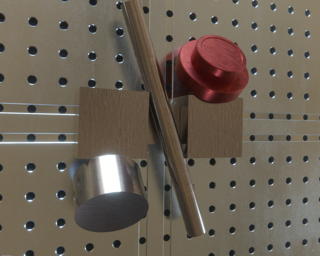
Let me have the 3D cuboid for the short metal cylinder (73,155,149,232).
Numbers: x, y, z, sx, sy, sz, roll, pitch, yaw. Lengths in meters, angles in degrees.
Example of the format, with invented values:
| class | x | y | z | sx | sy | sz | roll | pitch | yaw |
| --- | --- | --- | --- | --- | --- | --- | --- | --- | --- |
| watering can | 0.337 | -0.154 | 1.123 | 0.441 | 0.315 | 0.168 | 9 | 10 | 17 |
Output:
| class | x | y | z | sx | sy | sz | roll | pitch | yaw |
| --- | --- | --- | --- | --- | --- | --- | --- | --- | --- |
| short metal cylinder | -0.057 | 0.076 | 0.356 | 0.081 | 0.050 | 0.080 | -10 | 135 | -9 |

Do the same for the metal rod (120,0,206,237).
| class | x | y | z | sx | sy | sz | roll | pitch | yaw |
| --- | --- | --- | --- | --- | --- | --- | --- | --- | --- |
| metal rod | 0.006 | -0.007 | 0.387 | 0.025 | 0.025 | 0.298 | -18 | 96 | -19 |

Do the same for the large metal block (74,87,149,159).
| class | x | y | z | sx | sy | sz | roll | pitch | yaw |
| --- | --- | --- | --- | --- | --- | --- | --- | --- | --- |
| large metal block | -0.060 | -0.005 | 0.378 | 0.081 | 0.050 | 0.080 | 2 | 89 | -20 |

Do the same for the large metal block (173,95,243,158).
| class | x | y | z | sx | sy | sz | roll | pitch | yaw |
| --- | --- | --- | --- | --- | --- | --- | --- | --- | --- |
| large metal block | 0.064 | -0.001 | 0.424 | 0.081 | 0.050 | 0.080 | 1 | 90 | -20 |

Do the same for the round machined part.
| class | x | y | z | sx | sy | sz | roll | pitch | yaw |
| --- | --- | --- | --- | --- | --- | --- | --- | --- | --- |
| round machined part | 0.072 | -0.083 | 0.404 | 0.099 | 0.042 | 0.098 | 10 | 52 | -13 |

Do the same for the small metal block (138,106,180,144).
| class | x | y | z | sx | sy | sz | roll | pitch | yaw |
| --- | --- | --- | --- | --- | --- | --- | --- | --- | --- |
| small metal block | -0.002 | -0.004 | 0.412 | 0.050 | 0.025 | 0.050 | 1 | 90 | -20 |
